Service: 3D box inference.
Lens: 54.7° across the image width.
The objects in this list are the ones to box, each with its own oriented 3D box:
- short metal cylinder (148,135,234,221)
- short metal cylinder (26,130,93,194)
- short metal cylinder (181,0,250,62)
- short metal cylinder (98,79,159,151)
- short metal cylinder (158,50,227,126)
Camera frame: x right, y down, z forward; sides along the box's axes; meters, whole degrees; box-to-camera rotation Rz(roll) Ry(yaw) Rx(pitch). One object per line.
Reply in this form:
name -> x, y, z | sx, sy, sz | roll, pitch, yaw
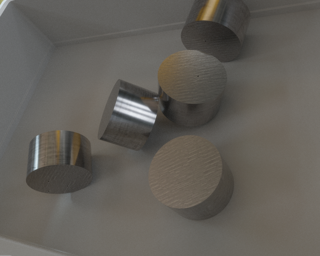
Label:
short metal cylinder -> 0.035, 0.054, 0.337 | 0.080, 0.050, 0.080 | -13, 56, 20
short metal cylinder -> -0.131, 0.047, 0.409 | 0.080, 0.080, 0.050 | -22, 54, 14
short metal cylinder -> 0.074, -0.132, 0.412 | 0.080, 0.080, 0.050 | 8, 66, 31
short metal cylinder -> -0.041, -0.016, 0.394 | 0.080, 0.050, 0.080 | -55, 23, 40
short metal cylinder -> 0.038, -0.049, 0.381 | 0.081, 0.050, 0.080 | 0, 60, 0
